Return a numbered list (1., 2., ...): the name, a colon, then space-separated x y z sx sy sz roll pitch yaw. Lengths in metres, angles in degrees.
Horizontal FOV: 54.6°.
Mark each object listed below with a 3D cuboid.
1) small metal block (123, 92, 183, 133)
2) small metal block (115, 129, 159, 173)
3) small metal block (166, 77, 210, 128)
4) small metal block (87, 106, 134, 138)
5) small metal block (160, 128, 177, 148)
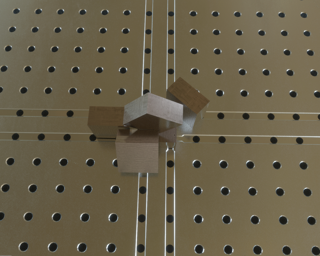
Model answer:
1. small metal block: -0.008 -0.015 0.367 0.050 0.050 0.025 16 66 -34
2. small metal block: -0.027 0.029 0.385 0.050 0.050 0.025 1 38 0
3. small metal block: 0.035 -0.032 0.411 0.050 0.050 0.025 41 75 13
4. small metal block: -0.062 -0.006 0.400 0.050 0.050 0.025 1 71 1
5. small metal block: -0.004 -0.001 0.412 0.050 0.025 0.050 2 70 0
